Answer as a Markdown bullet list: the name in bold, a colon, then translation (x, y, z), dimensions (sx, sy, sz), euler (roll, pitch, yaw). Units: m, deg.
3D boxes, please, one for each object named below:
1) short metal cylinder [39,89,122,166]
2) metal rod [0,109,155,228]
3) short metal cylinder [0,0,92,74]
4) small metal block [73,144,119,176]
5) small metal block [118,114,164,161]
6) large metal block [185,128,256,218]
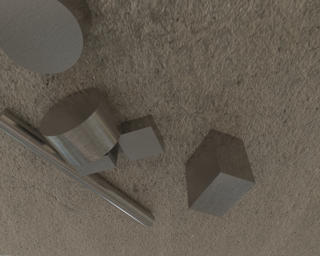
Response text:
- **short metal cylinder**: translation (-0.093, -0.002, 0.368), dimensions (0.080, 0.080, 0.050), euler (-18, 128, 14)
- **metal rod**: translation (-0.111, 0.075, 0.469), dimensions (0.025, 0.025, 0.300), euler (-31, 124, 23)
- **short metal cylinder**: translation (-0.112, -0.100, 0.304), dimensions (0.081, 0.050, 0.079), euler (0, 130, 0)
- **small metal block**: translation (-0.085, 0.033, 0.418), dimensions (0.050, 0.050, 0.025), euler (-15, 129, 12)
- **small metal block**: translation (-0.026, 0.014, 0.419), dimensions (0.050, 0.025, 0.050), euler (-16, 129, 12)
- **large metal block**: translation (0.077, 0.062, 0.425), dimensions (0.050, 0.080, 0.079), euler (19, 127, -16)
